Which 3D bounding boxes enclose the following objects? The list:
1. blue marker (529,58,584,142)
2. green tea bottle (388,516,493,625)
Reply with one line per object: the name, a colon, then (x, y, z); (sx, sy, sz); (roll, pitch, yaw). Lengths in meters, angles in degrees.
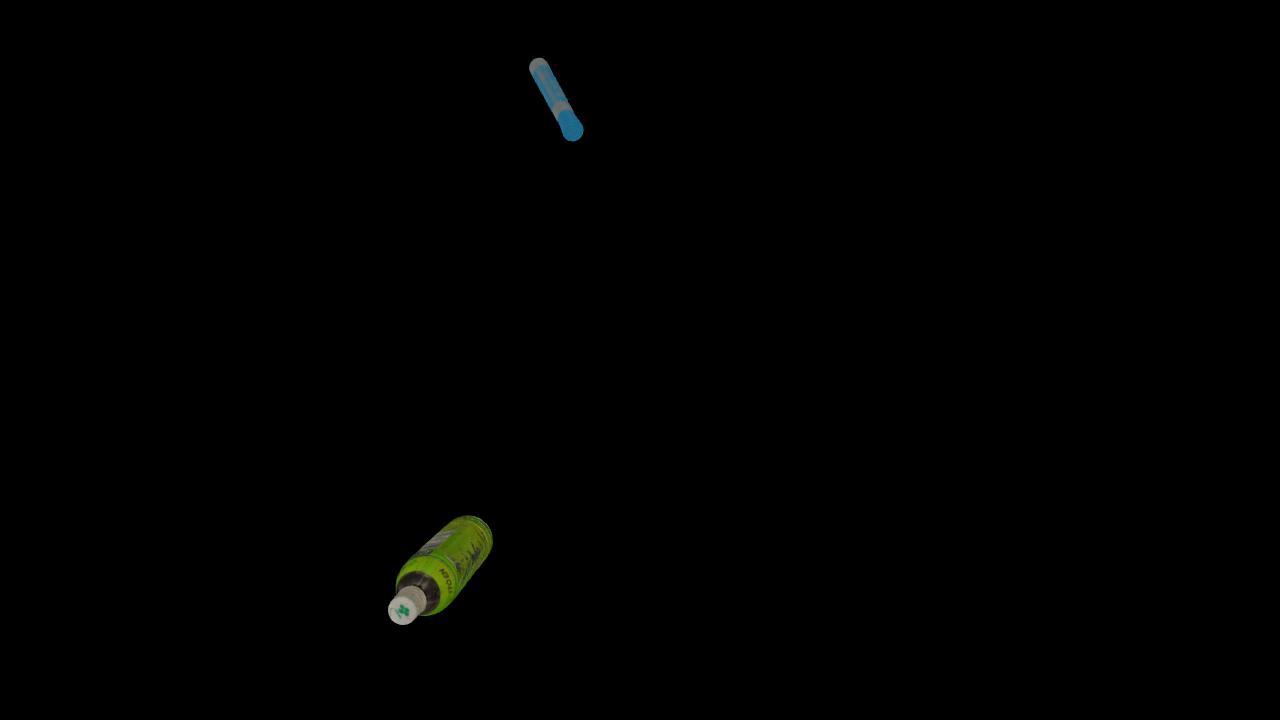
blue marker: (-0.076, -0.236, 0.557); (0.020, 0.121, 0.020); (-17, -35, -12)
green tea bottle: (-0.237, 0.248, 0.729); (0.073, 0.073, 0.212); (0, 3, 5)
